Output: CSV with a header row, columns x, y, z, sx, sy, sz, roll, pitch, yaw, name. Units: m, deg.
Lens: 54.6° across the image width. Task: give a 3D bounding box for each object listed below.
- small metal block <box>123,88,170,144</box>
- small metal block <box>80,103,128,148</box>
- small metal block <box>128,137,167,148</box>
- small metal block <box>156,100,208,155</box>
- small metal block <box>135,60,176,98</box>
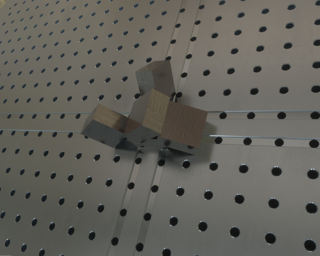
x,y,z,sx,sy,sz,roll,pitch,yaw,name
-0.017,-0.014,0.379,0.050,0.025,0.050,-27,43,55,small metal block
-0.072,-0.002,0.419,0.050,0.050,0.025,-37,34,51,small metal block
-0.011,-0.003,0.417,0.050,0.025,0.050,3,63,29,small metal block
0.027,0.000,0.381,0.050,0.025,0.050,16,66,1,small metal block
-0.005,-0.060,0.419,0.025,0.050,0.050,3,27,30,small metal block
